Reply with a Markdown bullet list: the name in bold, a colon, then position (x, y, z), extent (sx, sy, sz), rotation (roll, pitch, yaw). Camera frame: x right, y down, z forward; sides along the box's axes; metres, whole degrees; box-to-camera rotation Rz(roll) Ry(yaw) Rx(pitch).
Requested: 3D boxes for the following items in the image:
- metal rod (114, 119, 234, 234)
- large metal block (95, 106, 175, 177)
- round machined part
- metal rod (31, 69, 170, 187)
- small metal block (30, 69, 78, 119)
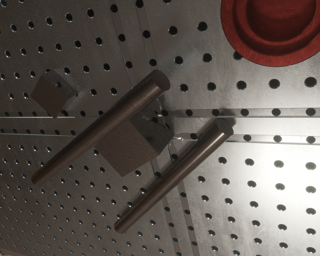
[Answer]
- **metal rod**: position (0.003, 0.089, 0.462), extent (0.025, 0.025, 0.298), rotation (40, 129, 0)
- **large metal block**: position (-0.042, 0.009, 0.422), extent (0.080, 0.050, 0.080), rotation (-35, 99, 38)
- **round machined part**: position (0.108, -0.108, 0.276), extent (0.098, 0.042, 0.097), rotation (13, 124, 20)
- **metal rod**: position (-0.097, 0.017, 0.406), extent (0.299, 0.025, 0.025), rotation (-34, 100, 38)
- **small metal block**: position (-0.158, -0.050, 0.461), extent (0.050, 0.025, 0.050), rotation (44, 129, -3)
